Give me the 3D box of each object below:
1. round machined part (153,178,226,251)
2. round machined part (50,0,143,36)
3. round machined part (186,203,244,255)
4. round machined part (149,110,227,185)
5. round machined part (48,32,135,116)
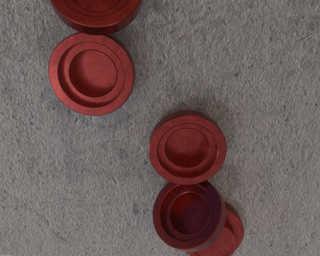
[{"bbox_3d":[0.043,0.118,0.425,0.098,0.098,0.042,-31,142,10],"label":"round machined part"},{"bbox_3d":[-0.067,-0.145,0.332,0.099,0.042,0.097,1,82,-7],"label":"round machined part"},{"bbox_3d":[0.076,0.159,0.460,0.099,0.042,0.097,0,110,0],"label":"round machined part"},{"bbox_3d":[0.035,0.023,0.409,0.099,0.042,0.097,0,110,0],"label":"round machined part"},{"bbox_3d":[-0.079,-0.067,0.375,0.099,0.042,0.097,0,110,0],"label":"round machined part"}]
